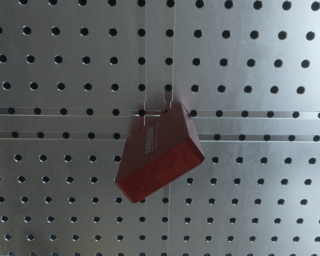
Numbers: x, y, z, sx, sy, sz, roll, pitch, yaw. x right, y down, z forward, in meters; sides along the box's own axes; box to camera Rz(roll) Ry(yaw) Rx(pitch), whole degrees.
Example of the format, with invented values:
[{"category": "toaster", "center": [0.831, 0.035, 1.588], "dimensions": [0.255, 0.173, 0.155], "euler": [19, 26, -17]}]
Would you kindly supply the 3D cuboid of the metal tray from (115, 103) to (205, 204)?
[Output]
[{"category": "metal tray", "center": [-0.001, 0.023, 0.366], "dimensions": [0.090, 0.130, 0.030], "euler": [-33, 107, 11]}]
